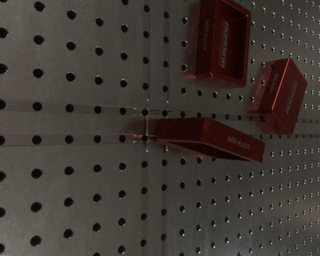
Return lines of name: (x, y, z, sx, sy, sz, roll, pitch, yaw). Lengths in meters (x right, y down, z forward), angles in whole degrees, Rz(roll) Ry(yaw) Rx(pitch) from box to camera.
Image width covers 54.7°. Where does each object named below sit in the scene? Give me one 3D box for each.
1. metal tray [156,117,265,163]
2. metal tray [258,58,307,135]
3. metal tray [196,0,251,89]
metal tray: (0.071, 0.018, 0.429, 0.131, 0.090, 0.030, 20, 78, -39)
metal tray: (0.247, -0.062, 0.617, 0.090, 0.030, 0.130, 38, 66, -34)
metal tray: (0.104, -0.135, 0.495, 0.091, 0.030, 0.129, 9, 84, -40)
